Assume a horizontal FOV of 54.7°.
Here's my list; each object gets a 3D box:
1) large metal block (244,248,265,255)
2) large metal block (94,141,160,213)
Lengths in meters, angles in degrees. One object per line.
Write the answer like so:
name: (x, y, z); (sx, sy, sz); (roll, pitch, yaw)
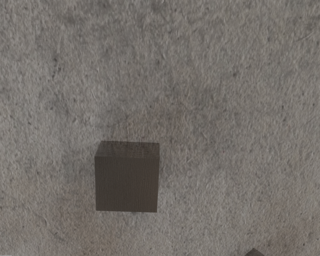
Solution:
large metal block: (0.155, 0.253, 0.492); (0.080, 0.050, 0.080); (39, 105, -13)
large metal block: (-0.043, 0.065, 0.420); (0.081, 0.050, 0.079); (2, 110, -2)
